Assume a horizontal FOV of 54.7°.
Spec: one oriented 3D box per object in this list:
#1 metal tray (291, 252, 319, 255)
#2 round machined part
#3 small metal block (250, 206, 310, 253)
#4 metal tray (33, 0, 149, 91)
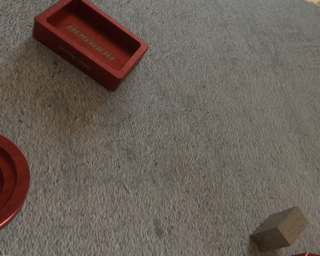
[{"bbox_3d":[0.231,0.217,0.394,0.131,0.030,0.090,17,55,-19],"label":"metal tray"},{"bbox_3d":[-0.169,0.052,0.271,0.099,0.042,0.098,14,56,-21],"label":"round machined part"},{"bbox_3d":[0.151,0.129,0.393,0.050,0.050,0.025,-25,76,-37],"label":"small metal block"},{"bbox_3d":[-0.092,-0.120,0.425,0.130,0.030,0.090,35,51,-5],"label":"metal tray"}]
